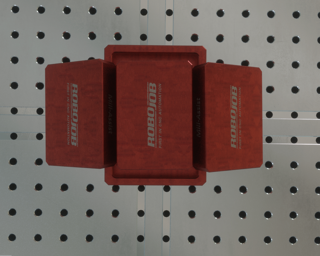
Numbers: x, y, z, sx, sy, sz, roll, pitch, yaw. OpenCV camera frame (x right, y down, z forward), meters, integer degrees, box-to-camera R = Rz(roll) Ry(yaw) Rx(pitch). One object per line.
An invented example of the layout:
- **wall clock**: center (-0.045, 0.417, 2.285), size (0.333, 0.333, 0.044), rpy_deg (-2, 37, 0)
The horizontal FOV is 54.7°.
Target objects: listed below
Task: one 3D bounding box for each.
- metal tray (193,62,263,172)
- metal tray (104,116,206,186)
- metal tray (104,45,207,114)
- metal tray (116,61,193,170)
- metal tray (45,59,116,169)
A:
- **metal tray**: center (0.086, -0.013, 0.393), size (0.091, 0.030, 0.129), rpy_deg (-1, 90, -28)
- **metal tray**: center (-0.006, 0.029, 0.411), size (0.131, 0.030, 0.089), rpy_deg (0, 90, -1)
- **metal tray**: center (-0.006, -0.061, 0.410), size (0.131, 0.030, 0.089), rpy_deg (0, 90, -1)
- **metal tray**: center (-0.006, -0.015, 0.380), size (0.091, 0.030, 0.129), rpy_deg (0, 90, -1)
- **metal tray**: center (-0.101, -0.017, 0.392), size (0.090, 0.030, 0.129), rpy_deg (0, 90, 25)
